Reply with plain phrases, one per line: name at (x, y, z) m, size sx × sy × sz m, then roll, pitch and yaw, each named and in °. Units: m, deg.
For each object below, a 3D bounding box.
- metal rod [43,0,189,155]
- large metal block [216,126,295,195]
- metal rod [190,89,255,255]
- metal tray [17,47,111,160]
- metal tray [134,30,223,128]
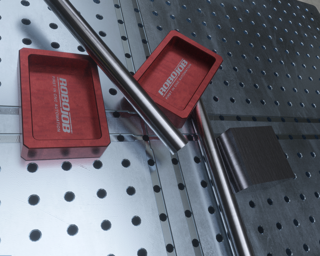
metal rod at (-0.071, -0.090, 0.386) m, size 0.300 × 0.025 × 0.025 m, roll 50°, pitch 51°, yaw 3°
large metal block at (0.128, 0.045, 0.436) m, size 0.081 × 0.050 × 0.080 m, roll -3°, pitch 63°, yaw -30°
metal rod at (0.070, 0.032, 0.428) m, size 0.025 × 0.025 × 0.299 m, roll 0°, pitch 62°, yaw -29°
metal tray at (-0.114, -0.030, 0.362) m, size 0.091 × 0.030 × 0.130 m, roll 0°, pitch 62°, yaw -29°
metal tray at (0.022, -0.072, 0.439) m, size 0.090 × 0.030 × 0.130 m, roll 31°, pitch 60°, yaw 4°
